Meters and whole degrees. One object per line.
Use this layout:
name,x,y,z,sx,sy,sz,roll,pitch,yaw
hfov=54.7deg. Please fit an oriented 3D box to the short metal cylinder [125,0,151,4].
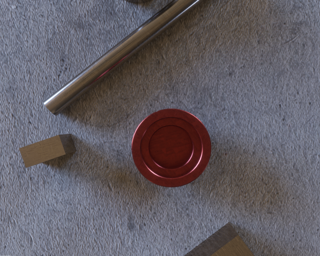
short metal cylinder,-0.030,-0.209,0.397,0.081,0.050,0.079,0,90,-1

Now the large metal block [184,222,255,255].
large metal block,0.087,0.185,0.399,0.080,0.050,0.080,-37,90,0

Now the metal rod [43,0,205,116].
metal rod,-0.026,-0.119,0.409,0.300,0.025,0.025,-38,90,-1

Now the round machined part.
round machined part,0.014,0.024,0.402,0.099,0.042,0.097,0,90,-1

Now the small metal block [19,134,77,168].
small metal block,-0.141,0.028,0.396,0.050,0.050,0.025,-19,90,0
